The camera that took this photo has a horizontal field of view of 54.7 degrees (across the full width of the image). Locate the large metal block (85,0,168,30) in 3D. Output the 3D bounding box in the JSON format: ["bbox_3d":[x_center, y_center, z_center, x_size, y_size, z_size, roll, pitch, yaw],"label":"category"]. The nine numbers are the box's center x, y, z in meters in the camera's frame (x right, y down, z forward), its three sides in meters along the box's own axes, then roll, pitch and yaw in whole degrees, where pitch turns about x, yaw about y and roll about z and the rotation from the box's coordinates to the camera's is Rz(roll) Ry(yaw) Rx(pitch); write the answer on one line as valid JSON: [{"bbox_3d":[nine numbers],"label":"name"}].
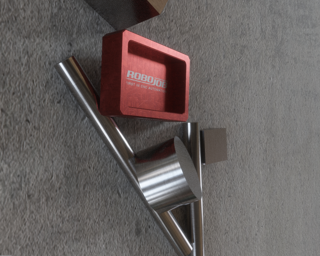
[{"bbox_3d":[-0.042,-0.159,0.335,0.080,0.080,0.050,39,66,-34],"label":"large metal block"}]

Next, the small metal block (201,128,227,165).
[{"bbox_3d":[0.076,0.026,0.471,0.050,0.025,0.050,-6,94,-40],"label":"small metal block"}]

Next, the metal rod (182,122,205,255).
[{"bbox_3d":[0.051,0.141,0.450,0.025,0.025,0.298,-4,93,-40],"label":"metal rod"}]

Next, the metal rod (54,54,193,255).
[{"bbox_3d":[-0.033,0.050,0.379,0.025,0.025,0.299,-44,117,-31],"label":"metal rod"}]

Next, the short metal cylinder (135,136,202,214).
[{"bbox_3d":[0.011,0.056,0.374,0.080,0.050,0.080,60,15,-27],"label":"short metal cylinder"}]

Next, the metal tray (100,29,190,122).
[{"bbox_3d":[-0.012,-0.055,0.374,0.131,0.030,0.089,4,87,-53],"label":"metal tray"}]
